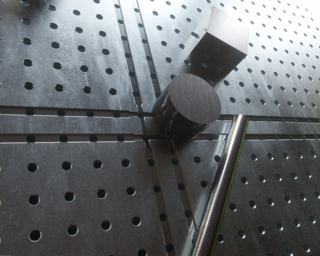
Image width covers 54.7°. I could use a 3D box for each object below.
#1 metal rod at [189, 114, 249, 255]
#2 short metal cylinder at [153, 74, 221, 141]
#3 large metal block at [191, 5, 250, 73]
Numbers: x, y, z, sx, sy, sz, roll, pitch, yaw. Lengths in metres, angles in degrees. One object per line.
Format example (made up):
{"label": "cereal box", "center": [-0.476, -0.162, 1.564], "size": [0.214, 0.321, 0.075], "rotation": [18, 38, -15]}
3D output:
{"label": "metal rod", "center": [0.073, 0.092, 0.392], "size": [0.025, 0.025, 0.301], "rotation": [33, 51, -7]}
{"label": "short metal cylinder", "center": [0.037, -0.028, 0.431], "size": [0.081, 0.050, 0.080], "rotation": [14, 56, -21]}
{"label": "large metal block", "center": [0.109, -0.157, 0.549], "size": [0.080, 0.050, 0.080], "rotation": [25, 53, -13]}
